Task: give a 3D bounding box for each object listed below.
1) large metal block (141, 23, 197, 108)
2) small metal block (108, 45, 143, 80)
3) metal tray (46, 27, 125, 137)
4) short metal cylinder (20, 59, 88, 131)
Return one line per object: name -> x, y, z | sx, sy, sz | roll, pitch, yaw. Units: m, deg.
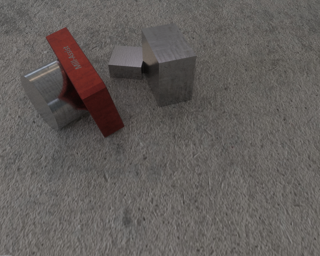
large metal block -> 0.010, -0.090, 0.443 | 0.050, 0.080, 0.080 | -14, 52, -12
small metal block -> -0.050, -0.104, 0.490 | 0.050, 0.025, 0.050 | 6, 50, 4
metal tray -> -0.098, -0.060, 0.406 | 0.030, 0.090, 0.130 | -31, 57, -9
short metal cylinder -> -0.135, -0.043, 0.403 | 0.050, 0.080, 0.080 | -36, 59, -26
